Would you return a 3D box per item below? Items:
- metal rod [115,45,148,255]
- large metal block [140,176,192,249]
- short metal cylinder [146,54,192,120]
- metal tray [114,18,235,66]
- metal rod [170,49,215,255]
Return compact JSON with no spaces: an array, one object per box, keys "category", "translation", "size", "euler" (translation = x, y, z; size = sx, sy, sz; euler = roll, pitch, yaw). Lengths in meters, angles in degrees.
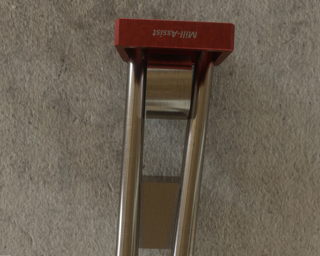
[{"category":"metal rod","translation":[-0.033,0.042,0.365],"size":[0.025,0.025,0.299],"euler":[2,75,-1]},{"category":"large metal block","translation":[0.002,0.105,0.397],"size":[0.081,0.050,0.079],"euler":[2,90,-1]},{"category":"short metal cylinder","translation":[0.010,-0.050,0.384],"size":[0.050,0.080,0.079],"euler":[2,90,-1]},{"category":"metal tray","translation":[0.016,-0.102,0.378],"size":[0.131,0.090,0.030],"euler":[2,90,-1]},{"category":"metal rod","translation":[0.038,0.045,0.365],"size":[0.025,0.025,0.299],"euler":[9,75,-1]}]
